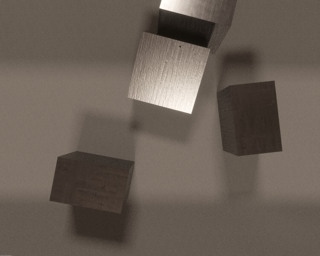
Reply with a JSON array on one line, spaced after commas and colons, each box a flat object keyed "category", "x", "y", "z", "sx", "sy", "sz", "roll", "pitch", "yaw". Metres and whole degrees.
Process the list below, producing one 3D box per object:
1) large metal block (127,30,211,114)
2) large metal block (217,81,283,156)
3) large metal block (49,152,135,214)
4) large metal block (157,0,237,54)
[{"category": "large metal block", "x": 0.011, "y": -0.071, "z": 0.388, "sx": 0.080, "sy": 0.050, "sz": 0.079, "roll": 15, "pitch": 109, "yaw": -1}, {"category": "large metal block", "x": 0.107, "y": -0.011, "z": 0.385, "sx": 0.050, "sy": 0.080, "sz": 0.079, "roll": -6, "pitch": 90, "yaw": 0}, {"category": "large metal block", "x": -0.078, "y": 0.063, "z": 0.383, "sx": 0.080, "sy": 0.080, "sz": 0.050, "roll": 11, "pitch": 90, "yaw": -1}, {"category": "large metal block", "x": 0.043, "y": -0.139, "z": 0.381, "sx": 0.080, "sy": 0.080, "sz": 0.050, "roll": 15, "pitch": 81, "yaw": -1}]
